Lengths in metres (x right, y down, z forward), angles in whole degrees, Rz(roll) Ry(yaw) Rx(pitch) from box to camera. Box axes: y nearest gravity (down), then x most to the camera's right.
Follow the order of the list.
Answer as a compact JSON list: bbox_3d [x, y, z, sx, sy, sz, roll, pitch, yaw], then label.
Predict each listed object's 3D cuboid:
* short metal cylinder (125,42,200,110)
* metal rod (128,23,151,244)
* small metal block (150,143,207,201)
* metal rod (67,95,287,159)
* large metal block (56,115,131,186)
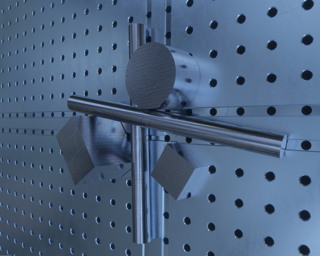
[{"bbox_3d":[0.003,-0.063,0.389,0.080,0.050,0.079,0,90,39],"label":"short metal cylinder"},{"bbox_3d":[-0.028,0.007,0.431,0.025,0.025,0.298,-2,89,39],"label":"metal rod"},{"bbox_3d":[0.022,0.054,0.390,0.050,0.025,0.050,40,114,32],"label":"small metal block"},{"bbox_3d":[-0.003,-0.010,0.385,0.300,0.025,0.025,13,98,31],"label":"metal rod"},{"bbox_3d":[-0.089,0.030,0.443,0.050,0.081,0.080,-42,65,32],"label":"large metal block"}]
